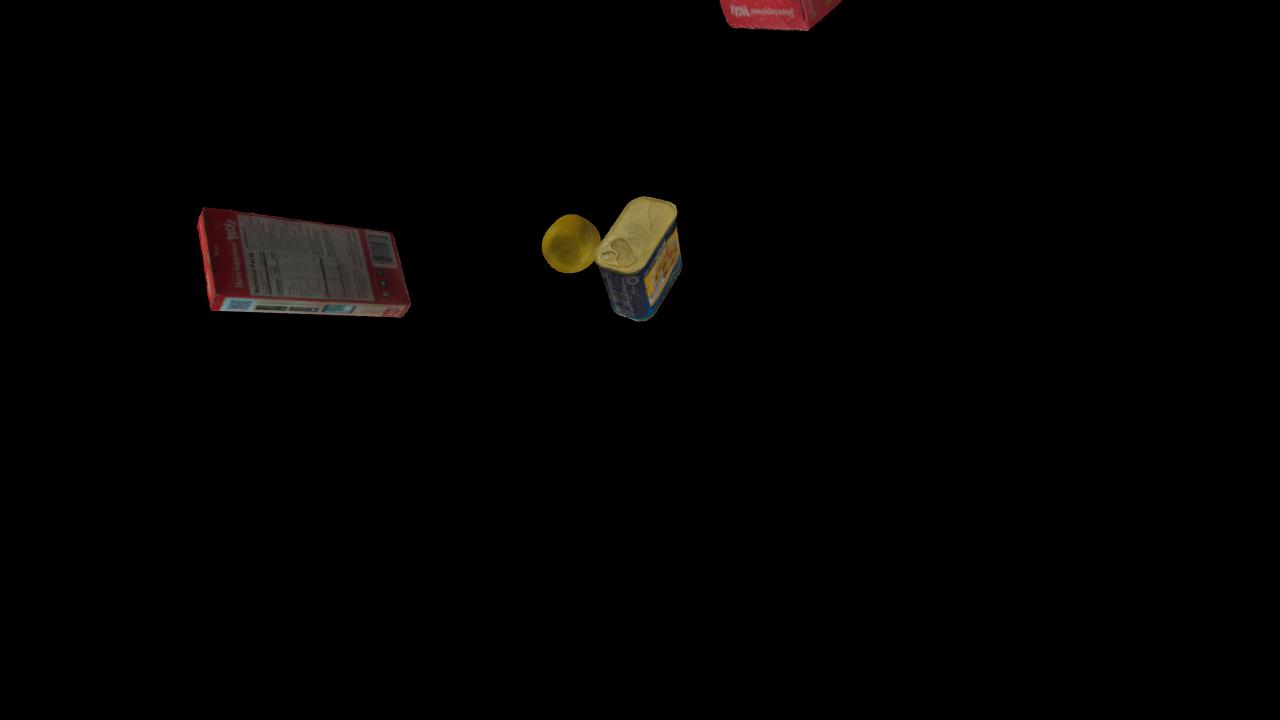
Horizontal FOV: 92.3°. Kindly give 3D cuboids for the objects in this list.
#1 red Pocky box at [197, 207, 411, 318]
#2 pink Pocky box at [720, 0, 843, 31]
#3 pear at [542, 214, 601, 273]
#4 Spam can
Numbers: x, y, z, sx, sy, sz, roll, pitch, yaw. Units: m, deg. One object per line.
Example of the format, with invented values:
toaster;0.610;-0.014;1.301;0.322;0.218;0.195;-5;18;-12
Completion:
red Pocky box;-0.283;-0.080;0.529;0.155;0.083;0.028;-1;-24;-47
pink Pocky box;0.139;-0.296;0.444;0.084;0.155;0.029;38;-12;47
pear;-0.088;-0.166;0.842;0.080;0.080;0.111;0;33;11
Spam can;0.003;-0.104;0.646;0.058;0.101;0.085;20;-26;22
